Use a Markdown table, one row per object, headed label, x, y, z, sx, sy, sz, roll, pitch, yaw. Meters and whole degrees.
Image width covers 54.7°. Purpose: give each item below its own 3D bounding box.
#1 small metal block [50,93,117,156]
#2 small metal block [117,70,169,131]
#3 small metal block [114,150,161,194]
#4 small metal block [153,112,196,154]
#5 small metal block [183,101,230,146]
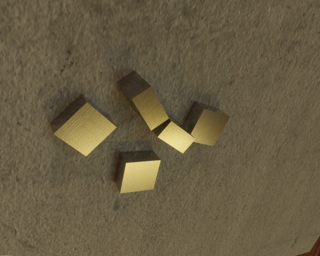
| label | x | y | z | sx | sy | sz | roll | pitch | yaw |
| --- | --- | --- | --- | --- | --- | --- | --- | --- | --- |
| small metal block | -0.088 | -0.003 | 0.358 | 0.050 | 0.025 | 0.050 | -44 | 130 | 2 |
| small metal block | -0.020 | -0.033 | 0.361 | 0.025 | 0.050 | 0.050 | -35 | 129 | -6 |
| small metal block | -0.032 | 0.060 | 0.428 | 0.050 | 0.025 | 0.050 | -1 | 119 | -28 |
| small metal block | 0.011 | 0.000 | 0.398 | 0.025 | 0.050 | 0.050 | -50 | 129 | 7 |
| small metal block | 0.063 | -0.005 | 0.440 | 0.050 | 0.025 | 0.050 | 14 | 111 | -34 |
